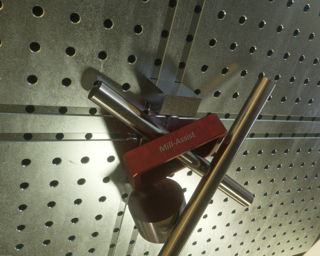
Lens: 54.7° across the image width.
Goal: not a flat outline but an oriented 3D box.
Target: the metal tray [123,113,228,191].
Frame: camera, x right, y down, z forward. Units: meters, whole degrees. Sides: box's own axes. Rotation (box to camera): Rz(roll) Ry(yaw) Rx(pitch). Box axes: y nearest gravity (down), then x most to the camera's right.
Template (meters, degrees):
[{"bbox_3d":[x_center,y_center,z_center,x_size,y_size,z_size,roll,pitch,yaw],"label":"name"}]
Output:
[{"bbox_3d":[0.018,0.035,0.413,0.131,0.030,0.090,-24,159,-14],"label":"metal tray"}]

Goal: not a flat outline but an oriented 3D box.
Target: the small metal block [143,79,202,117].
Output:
[{"bbox_3d":[0.014,-0.037,0.381,0.050,0.050,0.025,3,117,-30],"label":"small metal block"}]

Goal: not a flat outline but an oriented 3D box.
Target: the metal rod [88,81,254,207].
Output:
[{"bbox_3d":[0.033,0.035,0.420,0.301,0.025,0.025,37,98,-29],"label":"metal rod"}]

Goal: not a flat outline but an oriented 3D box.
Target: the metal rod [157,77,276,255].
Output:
[{"bbox_3d":[0.073,0.064,0.418,0.025,0.025,0.299,35,84,-39],"label":"metal rod"}]

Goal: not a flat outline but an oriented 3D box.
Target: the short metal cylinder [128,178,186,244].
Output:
[{"bbox_3d":[-0.001,0.118,0.450,0.081,0.080,0.050,-25,128,-13],"label":"short metal cylinder"}]
